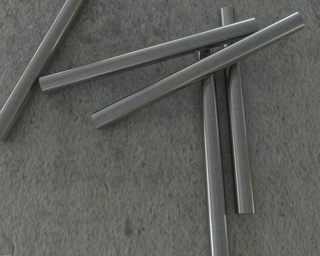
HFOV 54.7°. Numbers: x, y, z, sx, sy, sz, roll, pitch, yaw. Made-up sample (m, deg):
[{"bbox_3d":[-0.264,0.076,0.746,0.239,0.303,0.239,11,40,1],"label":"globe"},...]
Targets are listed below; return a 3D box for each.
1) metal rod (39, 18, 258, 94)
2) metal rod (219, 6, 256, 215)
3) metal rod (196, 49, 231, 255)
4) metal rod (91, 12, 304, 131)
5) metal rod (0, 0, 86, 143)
[{"bbox_3d":[-0.016,-0.099,0.426,0.302,0.025,0.025,-15,71,1],"label":"metal rod"},{"bbox_3d":[0.103,-0.037,0.422,0.025,0.025,0.299,0,70,0],"label":"metal rod"},{"bbox_3d":[0.067,0.019,0.401,0.025,0.025,0.299,-1,70,-1],"label":"metal rod"},{"bbox_3d":[0.049,-0.075,0.411,0.301,0.025,0.025,-27,72,0],"label":"metal rod"},{"bbox_3d":[-0.161,-0.118,0.449,0.025,0.025,0.300,19,71,6],"label":"metal rod"}]
